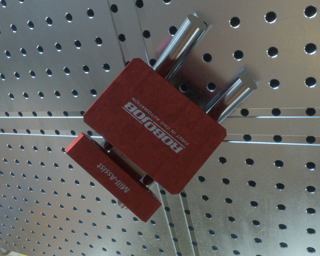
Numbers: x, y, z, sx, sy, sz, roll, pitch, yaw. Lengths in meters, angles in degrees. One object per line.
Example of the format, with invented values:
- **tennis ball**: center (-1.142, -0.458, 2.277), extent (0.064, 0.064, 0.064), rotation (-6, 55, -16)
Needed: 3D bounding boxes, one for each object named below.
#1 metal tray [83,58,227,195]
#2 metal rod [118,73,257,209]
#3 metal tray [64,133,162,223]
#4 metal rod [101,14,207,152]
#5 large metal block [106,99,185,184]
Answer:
- **metal tray**: center (-0.005, -0.002, 0.341), extent (0.130, 0.030, 0.090), rotation (40, 85, 0)
- **metal rod**: center (0.017, 0.037, 0.424), extent (0.025, 0.025, 0.298), rotation (41, 129, 0)
- **metal tray**: center (-0.060, 0.062, 0.410), extent (0.130, 0.030, 0.090), rotation (42, 173, -2)
- **metal rod**: center (-0.036, -0.021, 0.416), extent (0.025, 0.025, 0.298), rotation (40, 129, 0)
- **large metal block**: center (-0.016, 0.016, 0.392), extent (0.050, 0.080, 0.080), rotation (41, 129, 0)
